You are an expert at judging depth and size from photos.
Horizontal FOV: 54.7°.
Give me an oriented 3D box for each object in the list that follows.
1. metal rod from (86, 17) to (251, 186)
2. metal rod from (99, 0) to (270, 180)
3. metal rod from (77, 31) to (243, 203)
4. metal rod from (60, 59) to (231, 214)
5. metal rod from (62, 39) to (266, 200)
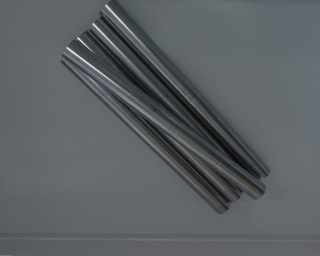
[{"bbox_3d":[0.025,-0.020,0.403,0.025,0.025,0.300,-41,105,14],"label":"metal rod"},{"bbox_3d":[0.041,-0.038,0.396,0.025,0.025,0.300,-41,105,14],"label":"metal rod"},{"bbox_3d":[0.006,-0.005,0.408,0.025,0.025,0.300,-41,105,14],"label":"metal rod"},{"bbox_3d":[-0.009,0.014,0.415,0.025,0.025,0.300,-41,105,14],"label":"metal rod"},{"bbox_3d":[0.015,-0.002,0.382,0.301,0.025,0.025,37,106,-13],"label":"metal rod"}]
